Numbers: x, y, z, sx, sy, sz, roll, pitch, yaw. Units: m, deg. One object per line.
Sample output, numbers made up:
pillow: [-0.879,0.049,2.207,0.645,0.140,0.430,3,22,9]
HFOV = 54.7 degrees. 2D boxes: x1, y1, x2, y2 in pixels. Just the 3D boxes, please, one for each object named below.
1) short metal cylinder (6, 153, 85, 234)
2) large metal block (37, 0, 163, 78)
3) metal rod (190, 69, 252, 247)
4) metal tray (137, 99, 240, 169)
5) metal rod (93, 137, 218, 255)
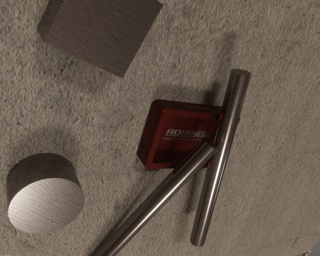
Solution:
short metal cylinder: [-0.135,0.076,0.365,0.081,0.050,0.079,-14,125,-21]
large metal block: [-0.058,-0.106,0.294,0.080,0.050,0.080,21,107,-36]
metal rod: [0.081,0.061,0.451,0.025,0.025,0.298,-7,122,-25]
metal tray: [0.041,0.012,0.435,0.131,0.030,0.089,3,117,-31]
metal rod: [-0.028,0.129,0.448,0.025,0.025,0.299,28,110,-38]
